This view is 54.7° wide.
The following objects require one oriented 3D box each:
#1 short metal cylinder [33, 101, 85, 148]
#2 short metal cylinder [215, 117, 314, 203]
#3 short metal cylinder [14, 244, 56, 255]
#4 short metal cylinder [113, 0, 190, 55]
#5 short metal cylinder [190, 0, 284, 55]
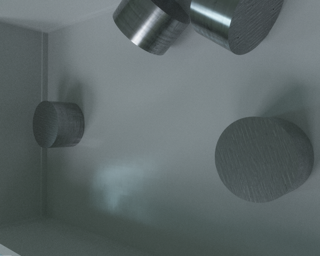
[{"bbox_3d":[-0.176,-0.006,0.536,0.080,0.050,0.080,0,90,40],"label":"short metal cylinder"},{"bbox_3d":[0.102,0.029,0.306,0.080,0.050,0.080,0,90,40],"label":"short metal cylinder"},{"bbox_3d":[-0.239,0.269,0.591,0.080,0.050,0.080,0,90,40],"label":"short metal cylinder"},{"bbox_3d":[-0.010,-0.136,0.379,0.050,0.081,0.080,-46,63,30],"label":"short metal cylinder"},{"bbox_3d":[0.077,-0.120,0.308,0.050,0.081,0.080,41,115,32],"label":"short metal cylinder"}]
